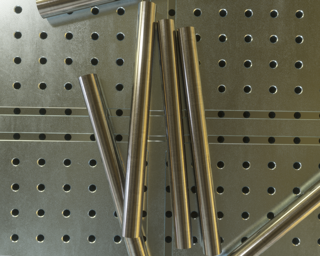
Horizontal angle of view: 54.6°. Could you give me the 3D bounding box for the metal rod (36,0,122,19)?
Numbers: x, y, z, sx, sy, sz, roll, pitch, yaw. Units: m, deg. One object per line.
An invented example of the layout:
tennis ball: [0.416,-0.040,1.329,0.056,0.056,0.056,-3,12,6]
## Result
metal rod: [-0.012,-0.193,0.413,0.301,0.025,0.025,-14,90,0]

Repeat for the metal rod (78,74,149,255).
metal rod: [-0.056,0.075,0.413,0.025,0.025,0.299,-16,90,0]

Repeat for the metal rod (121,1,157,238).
metal rod: [-0.026,-0.015,0.400,0.025,0.025,0.299,4,85,0]

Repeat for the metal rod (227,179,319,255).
metal rod: [0.154,0.135,0.414,0.300,0.025,0.025,-39,90,0]

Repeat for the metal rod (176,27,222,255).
metal rod: [0.052,0.017,0.413,0.025,0.025,0.298,-7,90,0]

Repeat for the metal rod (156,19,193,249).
metal rod: [0.020,0.008,0.413,0.025,0.025,0.298,-5,90,0]
